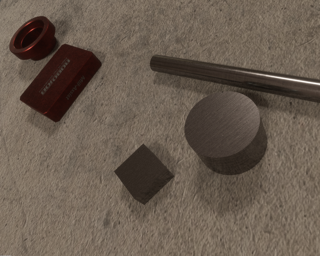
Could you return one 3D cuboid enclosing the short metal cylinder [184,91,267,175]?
[{"bbox_3d":[0.074,0.006,0.345,0.080,0.050,0.080,-13,56,20],"label":"short metal cylinder"}]

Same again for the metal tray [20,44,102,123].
[{"bbox_3d":[-0.173,-0.082,0.539,0.090,0.030,0.130,24,74,36],"label":"metal tray"}]

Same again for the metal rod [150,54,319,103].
[{"bbox_3d":[0.111,-0.060,0.381,0.300,0.025,0.025,18,71,34],"label":"metal rod"}]

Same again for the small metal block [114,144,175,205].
[{"bbox_3d":[-0.020,0.056,0.379,0.050,0.025,0.050,-44,51,-3],"label":"small metal block"}]

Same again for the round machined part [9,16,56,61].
[{"bbox_3d":[-0.252,-0.176,0.630,0.098,0.042,0.098,-13,56,20],"label":"round machined part"}]
